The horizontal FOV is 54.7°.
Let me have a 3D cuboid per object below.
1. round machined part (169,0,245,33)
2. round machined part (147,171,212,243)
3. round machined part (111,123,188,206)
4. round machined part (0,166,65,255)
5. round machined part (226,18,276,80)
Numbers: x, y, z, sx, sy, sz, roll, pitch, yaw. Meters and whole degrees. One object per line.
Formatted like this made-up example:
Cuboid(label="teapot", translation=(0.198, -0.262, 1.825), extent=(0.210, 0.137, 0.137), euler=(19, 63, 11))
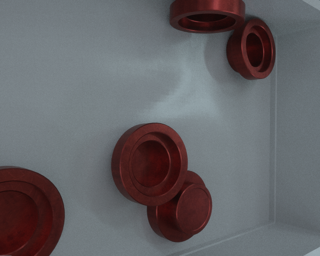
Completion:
Cuboid(label="round machined part", translation=(0.062, -0.160, 0.410), extent=(0.099, 0.098, 0.042), euler=(0, 92, -40))
Cuboid(label="round machined part", translation=(0.034, 0.107, 0.424), extent=(0.099, 0.042, 0.097), euler=(0, 90, -40))
Cuboid(label="round machined part", translation=(-0.016, 0.043, 0.379), extent=(0.099, 0.042, 0.097), euler=(2, 86, -37))
Cuboid(label="round machined part", translation=(-0.141, 0.083, 0.277), extent=(0.099, 0.042, 0.097), euler=(0, 90, -40))
Cuboid(label="round machined part", translation=(0.149, -0.129, 0.520), extent=(0.099, 0.042, 0.097), euler=(0, 90, -40))
